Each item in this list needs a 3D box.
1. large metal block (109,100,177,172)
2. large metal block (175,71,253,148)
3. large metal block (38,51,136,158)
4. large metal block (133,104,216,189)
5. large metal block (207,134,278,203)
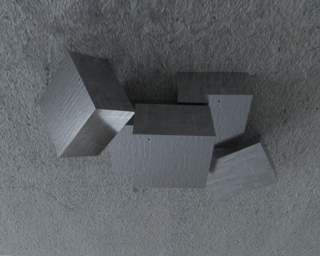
[{"bbox_3d":[-0.021,0.011,0.399,0.081,0.050,0.079,0,130,-1],"label":"large metal block"},{"bbox_3d":[0.059,-0.021,0.376,0.081,0.050,0.079,0,130,-1],"label":"large metal block"},{"bbox_3d":[-0.084,-0.024,0.342,0.050,0.080,0.080,2,140,-48],"label":"large metal block"},{"bbox_3d":[0.012,0.021,0.342,0.081,0.050,0.079,2,130,-2],"label":"large metal block"},{"bbox_3d":[0.104,0.051,0.409,0.080,0.080,0.050,-25,88,19],"label":"large metal block"}]
